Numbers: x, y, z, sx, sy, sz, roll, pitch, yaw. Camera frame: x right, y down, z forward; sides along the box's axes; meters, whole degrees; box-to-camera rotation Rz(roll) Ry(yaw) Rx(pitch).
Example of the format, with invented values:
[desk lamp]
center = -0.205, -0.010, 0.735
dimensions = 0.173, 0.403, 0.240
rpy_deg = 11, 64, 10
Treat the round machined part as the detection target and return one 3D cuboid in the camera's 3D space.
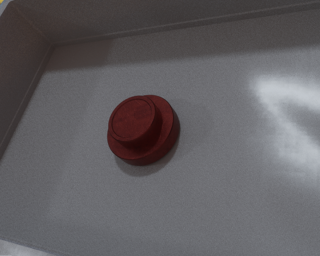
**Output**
[round machined part]
center = -0.028, -0.004, 0.406
dimensions = 0.098, 0.042, 0.098
rpy_deg = -13, 56, 20
